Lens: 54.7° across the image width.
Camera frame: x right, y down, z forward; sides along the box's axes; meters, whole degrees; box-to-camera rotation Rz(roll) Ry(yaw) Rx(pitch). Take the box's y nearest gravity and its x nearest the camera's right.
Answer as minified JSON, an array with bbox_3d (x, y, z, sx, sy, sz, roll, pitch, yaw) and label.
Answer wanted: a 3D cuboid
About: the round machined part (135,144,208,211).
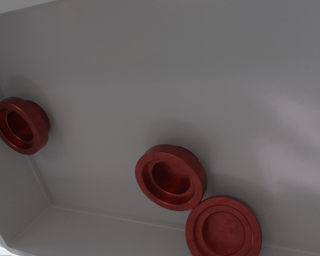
[{"bbox_3d":[0.019,0.063,0.427,0.098,0.042,0.097,13,124,21],"label":"round machined part"}]

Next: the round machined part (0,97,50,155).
[{"bbox_3d":[-0.223,-0.007,0.511,0.098,0.042,0.097,13,124,21],"label":"round machined part"}]

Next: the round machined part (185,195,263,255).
[{"bbox_3d":[0.087,0.140,0.418,0.098,0.042,0.097,-2,82,19],"label":"round machined part"}]
